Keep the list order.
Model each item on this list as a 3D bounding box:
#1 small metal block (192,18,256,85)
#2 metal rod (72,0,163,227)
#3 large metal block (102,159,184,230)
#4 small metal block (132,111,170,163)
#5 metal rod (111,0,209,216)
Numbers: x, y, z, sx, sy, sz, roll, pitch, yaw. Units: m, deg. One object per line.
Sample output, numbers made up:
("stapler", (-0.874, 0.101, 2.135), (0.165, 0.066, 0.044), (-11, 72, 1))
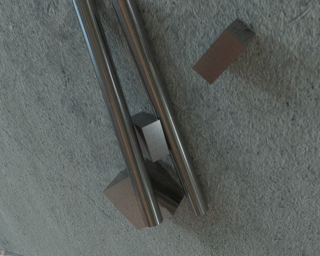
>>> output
("small metal block", (0.064, -0.077, 0.309), (0.025, 0.050, 0.050), (42, 129, -1))
("metal rod", (-0.050, -0.016, 0.384), (0.025, 0.025, 0.298), (-10, 102, 32))
("large metal block", (-0.024, 0.096, 0.461), (0.080, 0.050, 0.080), (-35, 99, 38))
("small metal block", (-0.016, 0.010, 0.405), (0.050, 0.025, 0.050), (28, 139, 58))
("metal rod", (0.008, -0.012, 0.393), (0.025, 0.025, 0.298), (-7, 115, 31))
